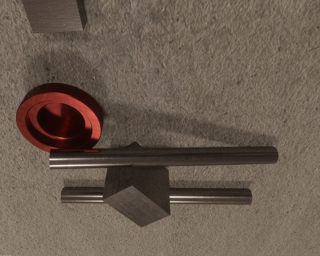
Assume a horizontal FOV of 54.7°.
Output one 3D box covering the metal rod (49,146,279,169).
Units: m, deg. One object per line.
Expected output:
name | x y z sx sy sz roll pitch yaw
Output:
metal rod | 0.015 0.038 0.408 0.302 0.025 0.025 0 131 -14

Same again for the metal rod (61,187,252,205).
metal rod | -0.004 0.110 0.500 0.302 0.025 0.025 1 130 -2

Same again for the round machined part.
round machined part | -0.119 -0.015 0.382 0.099 0.042 0.097 -1 130 0

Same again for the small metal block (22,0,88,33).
small metal block | -0.103 -0.123 0.301 0.050 0.025 0.050 -3 130 2

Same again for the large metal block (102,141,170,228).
large metal block | -0.030 0.080 0.439 0.050 0.080 0.080 -30 124 22
